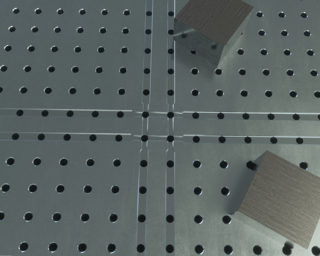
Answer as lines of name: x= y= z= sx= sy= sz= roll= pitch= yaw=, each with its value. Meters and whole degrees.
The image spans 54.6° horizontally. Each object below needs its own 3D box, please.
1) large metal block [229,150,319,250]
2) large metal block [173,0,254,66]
large metal block: x=0.140 y=0.086 z=0.368 sx=0.080 sy=0.050 sz=0.080 roll=28 pitch=72 yaw=10
large metal block: x=0.076 y=-0.152 z=0.455 sx=0.080 sy=0.050 sz=0.080 roll=34 pitch=73 yaw=11
